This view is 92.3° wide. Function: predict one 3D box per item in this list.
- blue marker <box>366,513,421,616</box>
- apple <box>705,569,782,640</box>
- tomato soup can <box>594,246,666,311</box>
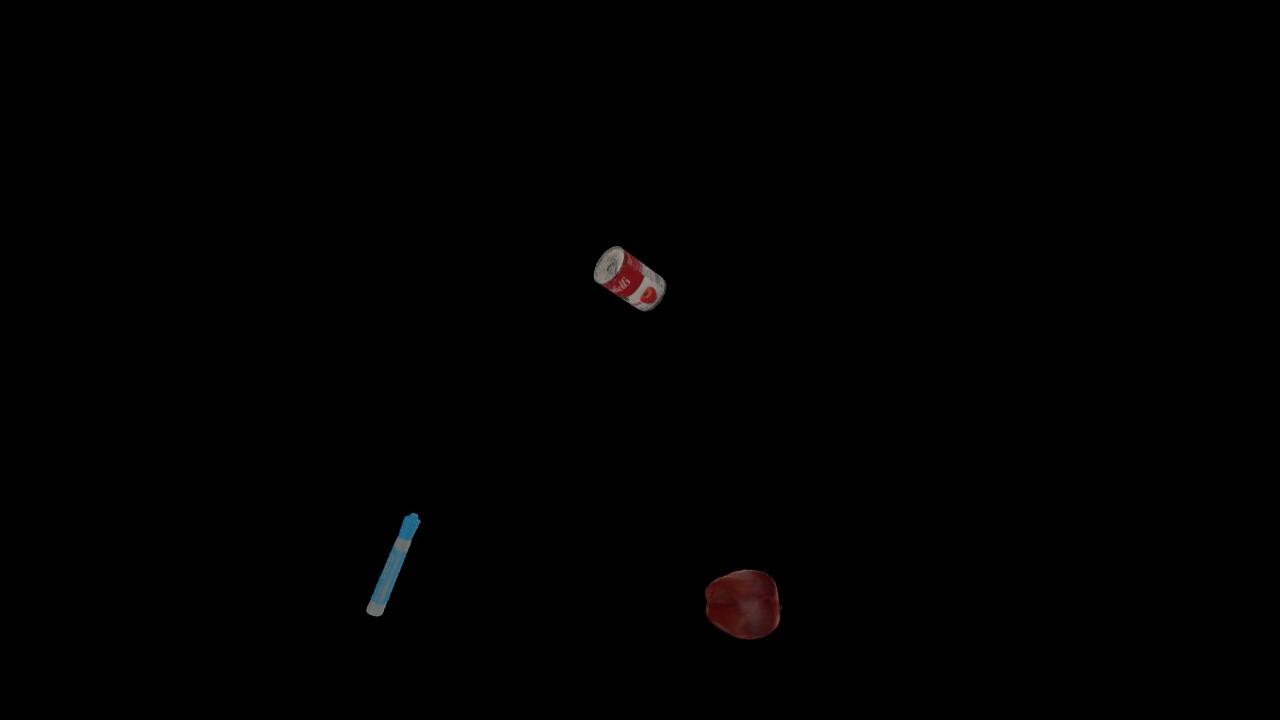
[{"bbox_3d":[-0.281,0.233,0.705,0.020,0.121,0.020,22,-1,0],"label":"blue marker"},{"bbox_3d":[0.127,0.298,0.750,0.093,0.079,0.079,1,0,0],"label":"apple"},{"bbox_3d":[-0.015,-0.128,0.984,0.068,0.068,0.101,0,-23,47],"label":"tomato soup can"}]
